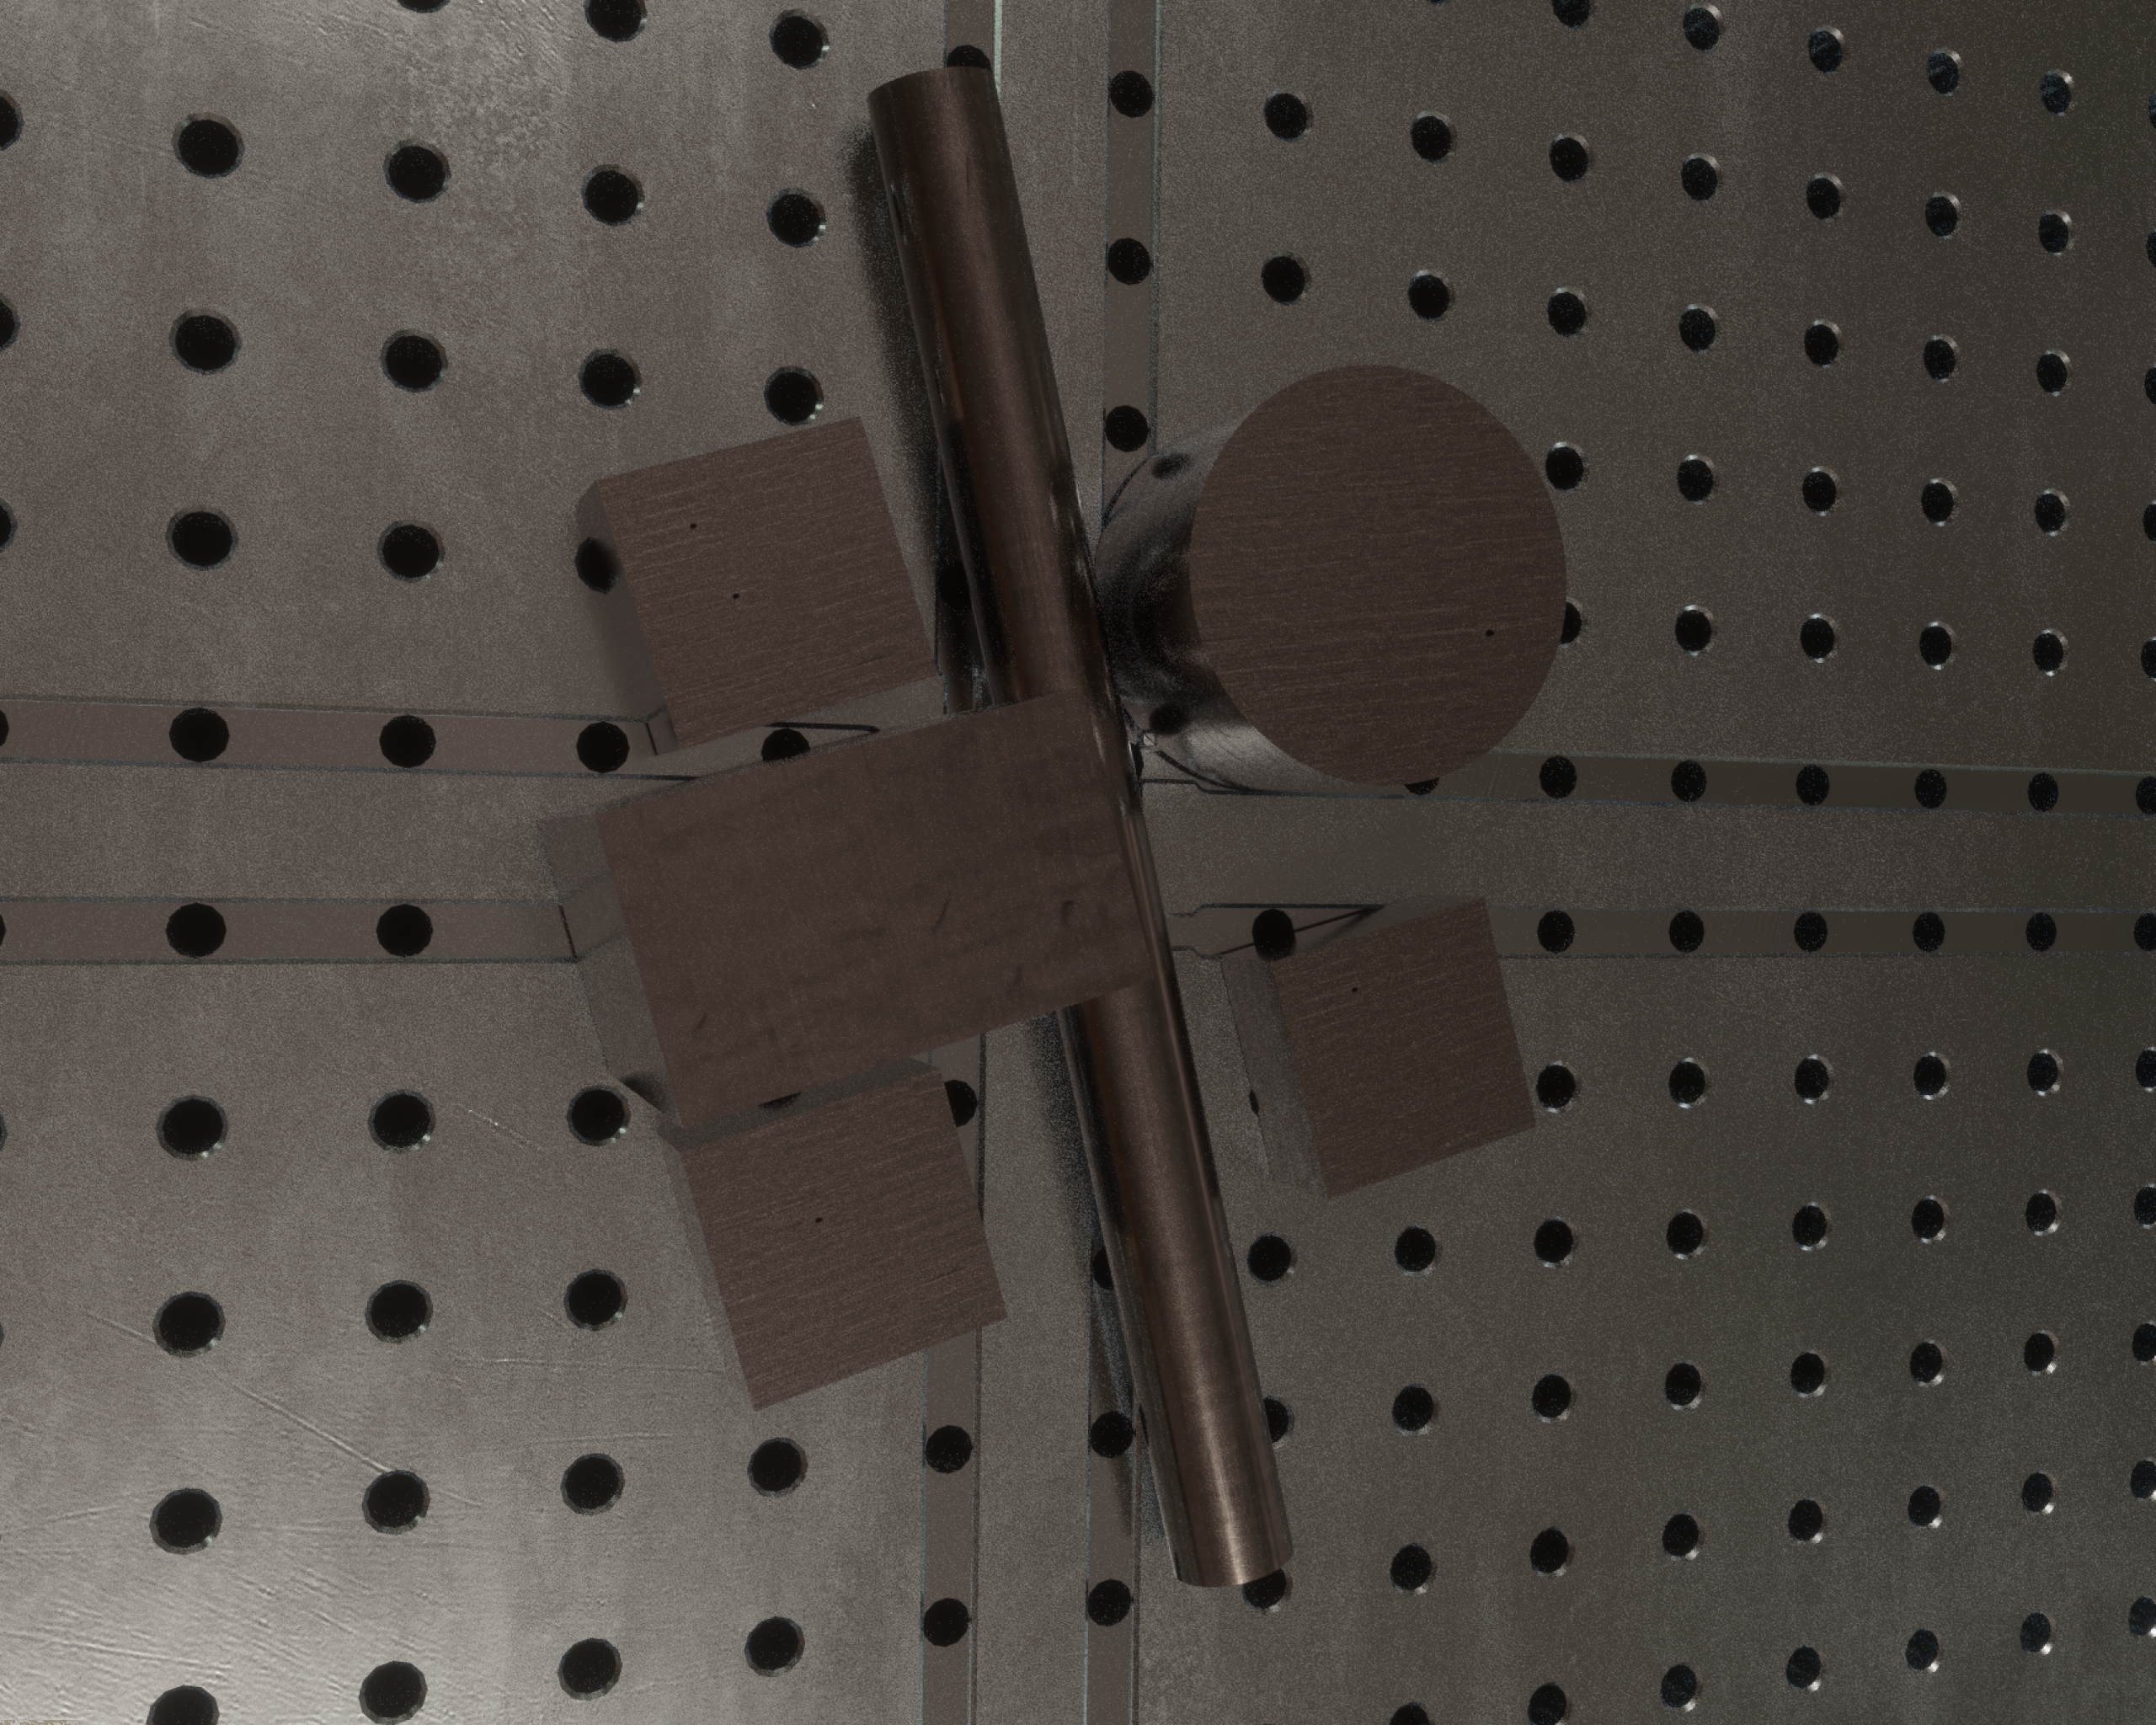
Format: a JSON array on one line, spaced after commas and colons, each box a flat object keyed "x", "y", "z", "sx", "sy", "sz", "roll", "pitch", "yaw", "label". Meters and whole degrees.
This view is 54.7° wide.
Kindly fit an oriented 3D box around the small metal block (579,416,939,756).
[{"x": -0.060, "y": -0.051, "z": 0.391, "sx": 0.050, "sy": 0.025, "sz": 0.050, "roll": -19, "pitch": 97, "yaw": -19, "label": "small metal block"}]

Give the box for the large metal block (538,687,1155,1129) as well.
[{"x": -0.044, "y": 0.006, "z": 0.366, "sx": 0.081, "sy": 0.080, "sz": 0.050, "roll": -16, "pitch": 96, "yaw": -20, "label": "large metal block"}]

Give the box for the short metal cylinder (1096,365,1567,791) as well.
[{"x": 0.049, "y": -0.055, "z": 0.418, "sx": 0.081, "sy": 0.050, "sz": 0.079, "roll": 0, "pitch": 90, "yaw": -21, "label": "short metal cylinder"}]

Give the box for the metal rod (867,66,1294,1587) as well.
[{"x": 0.002, "y": -0.004, "z": 0.414, "sx": 0.025, "sy": 0.025, "sz": 0.298, "roll": -13, "pitch": 95, "yaw": -20, "label": "metal rod"}]

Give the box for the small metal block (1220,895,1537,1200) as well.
[{"x": 0.063, "y": 0.037, "z": 0.437, "sx": 0.050, "sy": 0.025, "sz": 0.050, "roll": -16, "pitch": 96, "yaw": -20, "label": "small metal block"}]

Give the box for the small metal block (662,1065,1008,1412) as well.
[{"x": -0.047, "y": 0.069, "z": 0.396, "sx": 0.050, "sy": 0.025, "sz": 0.050, "roll": -17, "pitch": 96, "yaw": -20, "label": "small metal block"}]
